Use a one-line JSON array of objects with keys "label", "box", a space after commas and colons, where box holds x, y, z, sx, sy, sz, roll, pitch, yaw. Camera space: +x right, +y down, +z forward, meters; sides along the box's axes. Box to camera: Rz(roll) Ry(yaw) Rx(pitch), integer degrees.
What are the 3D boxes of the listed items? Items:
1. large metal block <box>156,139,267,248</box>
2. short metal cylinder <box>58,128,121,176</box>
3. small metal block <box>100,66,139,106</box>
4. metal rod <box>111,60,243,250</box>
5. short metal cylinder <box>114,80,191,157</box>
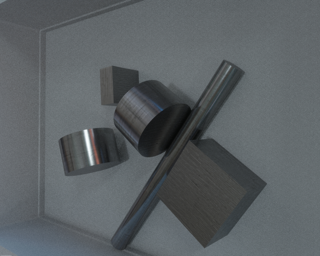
[{"label": "large metal block", "box": [0.055, 0.068, 0.344, 0.080, 0.050, 0.080, 43, 116, 31]}, {"label": "short metal cylinder", "box": [-0.102, 0.036, 0.453, 0.080, 0.081, 0.050, -24, 75, 37]}, {"label": "small metal block", "box": [-0.055, -0.057, 0.434, 0.025, 0.050, 0.050, -5, 87, 40]}, {"label": "metal rod", "box": [0.010, 0.050, 0.396, 0.025, 0.025, 0.298, 45, 116, 30]}, {"label": "short metal cylinder", "box": [-0.008, -0.011, 0.376, 0.050, 0.081, 0.080, 44, 117, 30]}]
